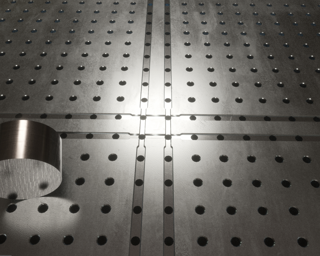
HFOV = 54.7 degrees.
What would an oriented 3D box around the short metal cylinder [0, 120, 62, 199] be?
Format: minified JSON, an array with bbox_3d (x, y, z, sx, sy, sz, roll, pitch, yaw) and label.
[{"bbox_3d":[-0.150,0.036,0.339,0.081,0.080,0.050,-9,51,-8],"label":"short metal cylinder"}]
